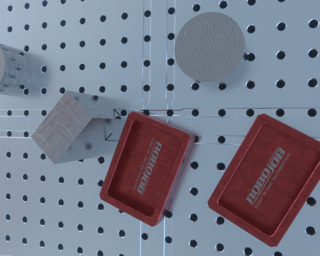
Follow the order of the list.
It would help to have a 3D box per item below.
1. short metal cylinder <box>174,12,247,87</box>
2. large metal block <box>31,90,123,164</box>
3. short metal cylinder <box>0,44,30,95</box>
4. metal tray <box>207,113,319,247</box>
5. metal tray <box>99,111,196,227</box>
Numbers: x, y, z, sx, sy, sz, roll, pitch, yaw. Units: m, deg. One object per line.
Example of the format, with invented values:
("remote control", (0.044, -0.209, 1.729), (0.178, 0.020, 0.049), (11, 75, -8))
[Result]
("short metal cylinder", (0.064, -0.092, 0.377), (0.080, 0.050, 0.079), (0, 90, 20))
("large metal block", (-0.110, -0.001, 0.422), (0.050, 0.080, 0.080), (45, 104, 14))
("short metal cylinder", (-0.256, -0.093, 0.489), (0.080, 0.050, 0.079), (0, 90, 20))
("metal tray", (0.127, 0.059, 0.364), (0.090, 0.030, 0.129), (31, 100, 17))
("metal tray", (-0.018, 0.052, 0.416), (0.090, 0.030, 0.129), (23, 98, 18))
